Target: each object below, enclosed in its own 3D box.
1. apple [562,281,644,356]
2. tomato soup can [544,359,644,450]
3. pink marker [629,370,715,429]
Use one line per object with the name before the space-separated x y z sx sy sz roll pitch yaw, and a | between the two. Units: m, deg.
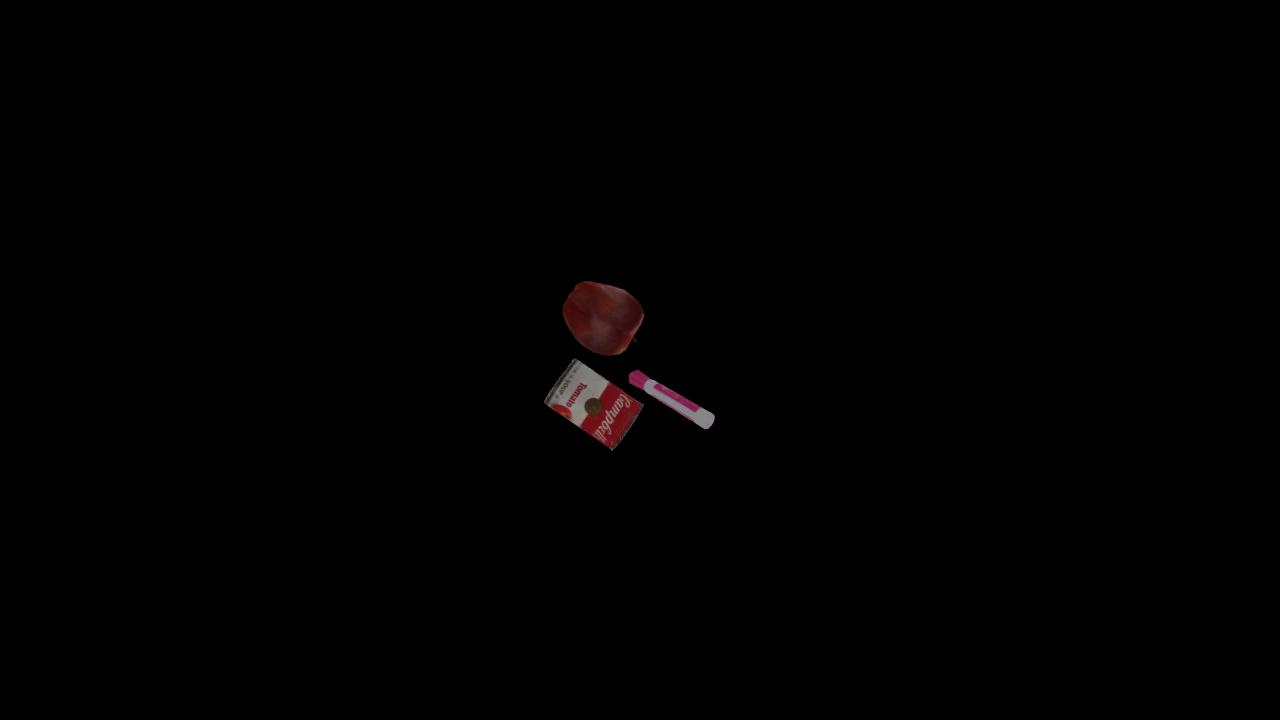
apple | -0.041 -0.048 0.699 0.093 0.079 0.079 32 -4 -7
tomato soup can | -0.055 0.052 0.737 0.101 0.068 0.068 35 -1 -1
pink marker | 0.032 0.042 0.690 0.121 0.020 0.020 30 19 36
